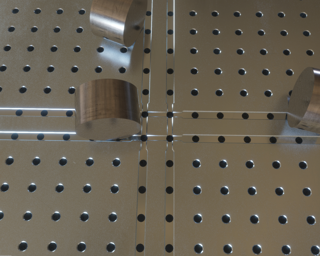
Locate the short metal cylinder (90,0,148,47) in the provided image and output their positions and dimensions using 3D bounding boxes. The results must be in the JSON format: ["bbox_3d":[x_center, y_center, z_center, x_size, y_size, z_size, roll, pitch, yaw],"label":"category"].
[{"bbox_3d":[-0.057,-0.162,0.441,0.050,0.080,0.080,22,72,8],"label":"short metal cylinder"}]

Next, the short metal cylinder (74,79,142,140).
[{"bbox_3d":[-0.065,-0.020,0.389,0.081,0.080,0.050,-6,70,-2],"label":"short metal cylinder"}]

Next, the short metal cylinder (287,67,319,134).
[{"bbox_3d":[0.204,-0.033,0.396,0.050,0.080,0.080,14,71,5],"label":"short metal cylinder"}]
